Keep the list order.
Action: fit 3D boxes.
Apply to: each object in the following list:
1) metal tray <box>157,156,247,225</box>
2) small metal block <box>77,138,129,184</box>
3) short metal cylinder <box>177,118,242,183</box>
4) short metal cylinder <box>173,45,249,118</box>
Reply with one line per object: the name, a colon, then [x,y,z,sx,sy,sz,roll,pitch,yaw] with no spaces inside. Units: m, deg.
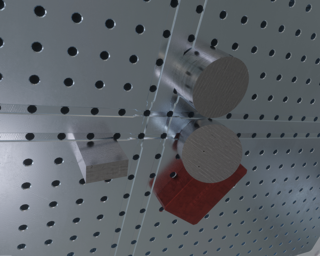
metal tray: [0.070,0.091,0.503,0.130,0.030,0.090,-47,129,5]
small metal block: [-0.072,0.039,0.380,0.050,0.050,0.025,-7,121,-25]
short metal cylinder: [0.067,0.030,0.429,0.081,0.050,0.079,-1,101,-5]
short metal cylinder: [0.064,-0.059,0.394,0.081,0.050,0.079,-14,124,-21]
